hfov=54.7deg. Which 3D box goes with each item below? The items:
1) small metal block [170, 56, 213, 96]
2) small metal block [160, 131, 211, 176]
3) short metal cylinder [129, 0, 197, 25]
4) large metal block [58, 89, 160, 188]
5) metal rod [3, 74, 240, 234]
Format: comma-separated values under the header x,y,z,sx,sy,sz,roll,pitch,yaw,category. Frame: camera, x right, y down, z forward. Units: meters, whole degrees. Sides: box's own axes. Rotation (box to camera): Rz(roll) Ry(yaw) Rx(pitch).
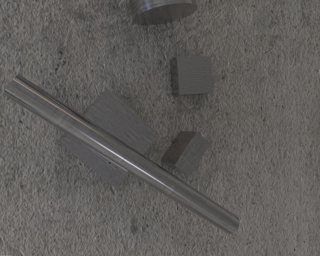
x,y,z,sx,sy,sz,roll,pitch,yaw,category
0.043,-0.071,0.425,0.050,0.025,0.050,-5,92,-20,small metal block
0.033,0.032,0.408,0.025,0.050,0.050,38,78,-16,small metal block
0.001,-0.164,0.380,0.081,0.080,0.050,-13,95,-20,short metal cylinder
-0.062,0.012,0.373,0.080,0.050,0.080,43,77,-15,large metal block
-0.027,0.040,0.346,0.301,0.025,0.025,35,79,-17,metal rod
